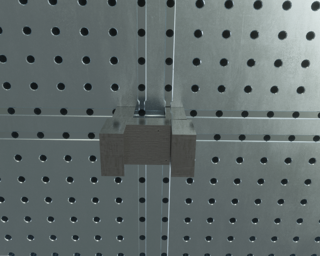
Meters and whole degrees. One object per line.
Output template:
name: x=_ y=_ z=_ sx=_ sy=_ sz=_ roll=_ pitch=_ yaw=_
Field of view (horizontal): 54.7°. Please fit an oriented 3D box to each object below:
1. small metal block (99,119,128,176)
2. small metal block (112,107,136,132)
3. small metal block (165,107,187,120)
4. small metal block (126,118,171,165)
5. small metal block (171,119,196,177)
small metal block: x=-0.051 y=0.021 z=0.353 sx=0.025 sy=0.050 sz=0.050 roll=1 pitch=110 yaw=0
small metal block: x=-0.046 y=0.004 z=0.400 sx=0.025 sy=0.050 sz=0.050 roll=1 pitch=110 yaw=-1
small metal block: x=0.020 y=0.004 z=0.401 sx=0.025 sy=0.050 sz=0.050 roll=-1 pitch=110 yaw=0
small metal block: x=-0.013 y=0.016 z=0.366 sx=0.050 sy=0.025 sz=0.050 roll=1 pitch=110 yaw=-1
small metal block: x=0.025 y=0.022 z=0.354 sx=0.025 sy=0.050 sz=0.050 roll=1 pitch=110 yaw=0
